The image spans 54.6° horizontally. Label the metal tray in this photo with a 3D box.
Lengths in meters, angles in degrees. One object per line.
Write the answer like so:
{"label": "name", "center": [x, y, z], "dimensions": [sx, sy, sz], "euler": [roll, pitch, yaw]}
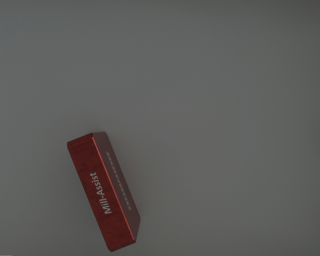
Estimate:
{"label": "metal tray", "center": [-0.064, 0.070, 0.378], "dimensions": [0.030, 0.090, 0.129], "euler": [-22, 90, 0]}
